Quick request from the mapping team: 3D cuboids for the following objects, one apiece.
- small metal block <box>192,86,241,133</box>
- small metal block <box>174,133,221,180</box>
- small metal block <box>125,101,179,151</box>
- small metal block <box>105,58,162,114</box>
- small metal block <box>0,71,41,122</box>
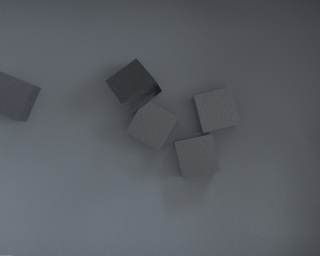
[{"bbox_3d":[0.074,-0.024,0.412,0.050,0.025,0.050,-14,90,-1],"label":"small metal block"},{"bbox_3d":[0.049,0.037,0.412,0.050,0.025,0.050,-12,90,-1],"label":"small metal block"},{"bbox_3d":[-0.010,-0.004,0.411,0.050,0.025,0.050,30,90,-1],"label":"small metal block"},{"bbox_3d":[-0.034,-0.054,0.399,0.050,0.025,0.050,-37,55,0],"label":"small metal block"},{"bbox_3d":[-0.195,-0.041,0.409,0.050,0.025,0.050,23,90,-1],"label":"small metal block"}]
